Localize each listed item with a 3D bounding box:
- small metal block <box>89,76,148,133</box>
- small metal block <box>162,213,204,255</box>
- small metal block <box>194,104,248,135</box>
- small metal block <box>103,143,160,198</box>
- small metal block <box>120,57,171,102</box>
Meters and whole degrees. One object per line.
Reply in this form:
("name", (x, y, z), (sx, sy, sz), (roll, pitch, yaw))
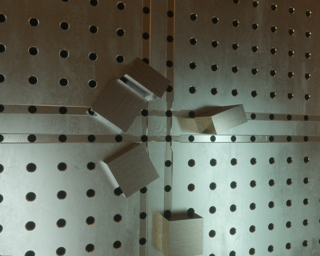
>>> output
("small metal block", (-0.053, -0.029, 0.393), (0.050, 0.025, 0.050), (36, 79, -17))
("small metal block", (0.031, 0.147, 0.424), (0.050, 0.025, 0.050), (1, 90, -20))
("small metal block", (0.083, -0.012, 0.430), (0.050, 0.050, 0.025), (-21, 97, -19))
("small metal block", (-0.037, 0.053, 0.399), (0.050, 0.025, 0.050), (-31, 100, -17))
("small metal block", (-0.021, -0.060, 0.391), (0.050, 0.050, 0.025), (34, 79, -17))
